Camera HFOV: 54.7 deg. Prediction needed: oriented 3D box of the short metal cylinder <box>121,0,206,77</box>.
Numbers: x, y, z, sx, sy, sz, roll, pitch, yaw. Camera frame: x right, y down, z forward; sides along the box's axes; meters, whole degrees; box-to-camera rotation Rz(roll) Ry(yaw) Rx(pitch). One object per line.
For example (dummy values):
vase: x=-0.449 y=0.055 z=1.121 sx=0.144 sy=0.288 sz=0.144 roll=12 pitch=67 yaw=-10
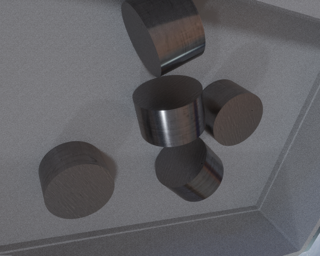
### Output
short metal cylinder: x=0.002 y=-0.099 z=0.315 sx=0.050 sy=0.080 sz=0.080 roll=-29 pitch=129 yaw=-10

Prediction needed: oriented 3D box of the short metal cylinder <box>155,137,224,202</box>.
short metal cylinder: x=0.041 y=0.056 z=0.432 sx=0.080 sy=0.080 sz=0.050 roll=-45 pitch=130 yaw=2

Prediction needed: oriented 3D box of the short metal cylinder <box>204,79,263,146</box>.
short metal cylinder: x=0.095 y=-0.022 z=0.433 sx=0.081 sy=0.050 sz=0.079 roll=-14 pitch=125 yaw=-21

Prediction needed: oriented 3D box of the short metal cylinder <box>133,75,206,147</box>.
short metal cylinder: x=0.012 y=-0.022 z=0.368 sx=0.081 sy=0.080 sz=0.050 roll=-22 pitch=127 yaw=-16

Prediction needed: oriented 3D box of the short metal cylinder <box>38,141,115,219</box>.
short metal cylinder: x=-0.102 y=0.063 z=0.377 sx=0.081 sy=0.050 sz=0.079 roll=-14 pitch=125 yaw=-21
